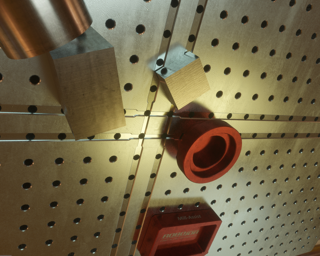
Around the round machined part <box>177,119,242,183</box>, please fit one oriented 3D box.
[{"bbox_3d":[0.068,0.030,0.455,0.099,0.042,0.097,-14,124,-21],"label":"round machined part"}]

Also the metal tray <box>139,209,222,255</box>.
[{"bbox_3d":[0.038,0.192,0.546,0.131,0.030,0.089,3,117,-30],"label":"metal tray"}]

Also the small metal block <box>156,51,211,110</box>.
[{"bbox_3d":[0.030,-0.060,0.391,0.050,0.025,0.050,-33,129,-7],"label":"small metal block"}]

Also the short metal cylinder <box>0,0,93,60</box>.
[{"bbox_3d":[-0.104,-0.100,0.257,0.080,0.080,0.050,-29,128,-10],"label":"short metal cylinder"}]

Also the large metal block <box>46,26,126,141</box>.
[{"bbox_3d":[-0.076,-0.047,0.305,0.050,0.080,0.079,-18,126,-18],"label":"large metal block"}]
